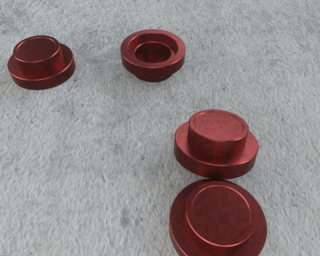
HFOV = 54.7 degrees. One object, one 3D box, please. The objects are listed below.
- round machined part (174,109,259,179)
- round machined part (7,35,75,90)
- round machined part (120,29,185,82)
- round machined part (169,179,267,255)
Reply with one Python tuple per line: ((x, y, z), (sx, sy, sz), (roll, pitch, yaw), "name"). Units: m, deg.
((0.067, 0.012, 0.366), (0.099, 0.042, 0.098), (2, 33, -1), "round machined part")
((-0.185, -0.107, 0.480), (0.099, 0.042, 0.098), (0, 50, 0), "round machined part")
((-0.011, -0.109, 0.484), (0.099, 0.042, 0.098), (0, 50, 0), "round machined part")
((0.059, 0.093, 0.315), (0.099, 0.042, 0.098), (0, 50, 0), "round machined part")
